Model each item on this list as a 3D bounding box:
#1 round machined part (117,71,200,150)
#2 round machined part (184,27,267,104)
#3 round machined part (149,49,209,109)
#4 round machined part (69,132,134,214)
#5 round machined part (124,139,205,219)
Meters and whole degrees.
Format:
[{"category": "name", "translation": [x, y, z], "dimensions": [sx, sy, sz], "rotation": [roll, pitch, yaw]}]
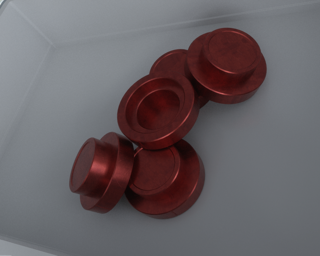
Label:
[{"category": "round machined part", "translation": [0.001, -0.018, 0.374], "dimensions": [0.098, 0.042, 0.098], "rotation": [-13, 56, 20]}, {"category": "round machined part", "translation": [0.081, -0.081, 0.372], "dimensions": [0.099, 0.042, 0.098], "rotation": [3, 63, -5]}, {"category": "round machined part", "translation": [0.024, -0.068, 0.420], "dimensions": [0.098, 0.042, 0.098], "rotation": [-13, 56, 20]}, {"category": "round machined part", "translation": [-0.075, 0.050, 0.373], "dimensions": [0.098, 0.042, 0.098], "rotation": [-39, 38, 40]}, {"category": "round machined part", "translation": [-0.001, 0.052, 0.360], "dimensions": [0.098, 0.042, 0.098], "rotation": [-13, 56, 20]}]
